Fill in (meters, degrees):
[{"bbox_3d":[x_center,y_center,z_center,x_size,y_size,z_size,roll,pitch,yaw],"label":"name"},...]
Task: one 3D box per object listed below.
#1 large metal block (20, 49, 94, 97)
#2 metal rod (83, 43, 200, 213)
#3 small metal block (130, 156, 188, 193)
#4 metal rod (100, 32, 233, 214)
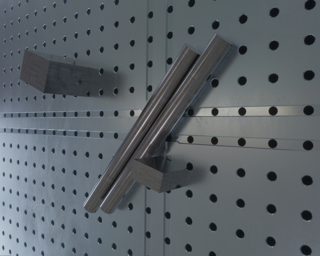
[{"bbox_3d":[-0.171,-0.090,0.515,0.080,0.081,0.050,27,107,37],"label":"large metal block"},{"bbox_3d":[-0.036,0.016,0.438,0.025,0.025,0.298,49,119,28],"label":"metal rod"},{"bbox_3d":[-0.001,0.057,0.394,0.050,0.050,0.025,19,102,38],"label":"small metal block"},{"bbox_3d":[-0.004,0.010,0.412,0.025,0.025,0.298,49,119,28],"label":"metal rod"}]
